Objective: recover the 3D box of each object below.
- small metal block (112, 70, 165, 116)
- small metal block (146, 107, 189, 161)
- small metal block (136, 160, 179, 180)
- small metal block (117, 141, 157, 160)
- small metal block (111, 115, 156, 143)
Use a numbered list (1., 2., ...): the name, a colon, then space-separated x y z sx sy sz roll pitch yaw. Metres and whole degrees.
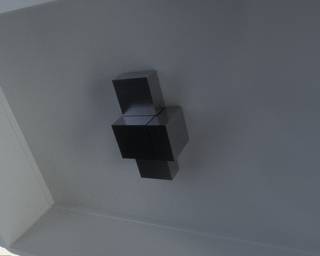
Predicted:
1. small metal block: -0.027 -0.044 0.394 0.050 0.025 0.050 0 119 28
2. small metal block: 0.011 0.007 0.388 0.025 0.050 0.050 0 118 28
3. small metal block: -0.006 0.044 0.437 0.050 0.025 0.050 0 119 28
4. small metal block: -0.020 0.017 0.411 0.050 0.050 0.025 0 118 28
5. small metal block: -0.026 -0.005 0.401 0.050 0.050 0.025 0 118 28
